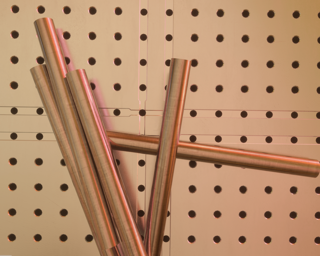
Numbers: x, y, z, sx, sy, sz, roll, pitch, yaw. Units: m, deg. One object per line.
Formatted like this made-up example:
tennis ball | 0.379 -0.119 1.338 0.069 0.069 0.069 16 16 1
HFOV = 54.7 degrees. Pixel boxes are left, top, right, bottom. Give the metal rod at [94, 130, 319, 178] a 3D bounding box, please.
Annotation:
metal rod | 0.059 0.034 0.414 0.302 0.025 0.025 8 90 -1

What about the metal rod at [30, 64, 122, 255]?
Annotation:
metal rod | -0.107 0.060 0.412 0.025 0.025 0.299 -21 90 0

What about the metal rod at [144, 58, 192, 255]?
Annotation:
metal rod | 0.004 0.064 0.392 0.025 0.025 0.298 8 98 -1

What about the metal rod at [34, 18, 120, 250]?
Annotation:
metal rod | -0.107 0.004 0.394 0.025 0.025 0.298 -18 86 0

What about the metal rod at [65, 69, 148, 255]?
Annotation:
metal rod | -0.058 0.072 0.385 0.025 0.025 0.298 -19 89 0
